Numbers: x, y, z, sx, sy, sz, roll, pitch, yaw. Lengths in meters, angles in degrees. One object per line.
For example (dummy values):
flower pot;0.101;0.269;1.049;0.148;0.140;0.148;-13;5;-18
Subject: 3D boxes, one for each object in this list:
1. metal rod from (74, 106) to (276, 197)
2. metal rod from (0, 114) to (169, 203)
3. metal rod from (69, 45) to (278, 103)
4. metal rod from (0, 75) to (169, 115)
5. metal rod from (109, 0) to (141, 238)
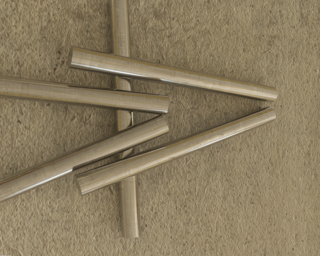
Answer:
metal rod;0.038;0.022;0.409;0.302;0.025;0.025;-18;97;-26
metal rod;-0.130;0.051;0.348;0.302;0.025;0.025;-22;98;-14
metal rod;0.036;-0.065;0.407;0.302;0.025;0.025;6;88;-27
metal rod;-0.138;-0.042;0.344;0.302;0.025;0.025;5;88;-15
metal rod;-0.045;-0.012;0.394;0.025;0.025;0.298;-3;91;-20
